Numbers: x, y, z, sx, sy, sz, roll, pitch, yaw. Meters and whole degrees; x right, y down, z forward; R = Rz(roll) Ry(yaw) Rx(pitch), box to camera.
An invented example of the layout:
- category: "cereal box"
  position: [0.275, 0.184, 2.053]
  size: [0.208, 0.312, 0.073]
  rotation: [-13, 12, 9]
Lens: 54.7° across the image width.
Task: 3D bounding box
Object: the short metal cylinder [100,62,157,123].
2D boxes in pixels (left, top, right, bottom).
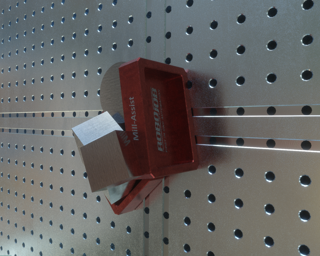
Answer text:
- category: "short metal cylinder"
  position: [-0.036, -0.046, 0.420]
  size: [0.080, 0.050, 0.079]
  rotation: [0, 90, 39]

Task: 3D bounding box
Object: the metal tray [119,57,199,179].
- category: "metal tray"
  position: [0.001, -0.010, 0.364]
  size: [0.030, 0.091, 0.129]
  rotation: [-12, 83, 39]

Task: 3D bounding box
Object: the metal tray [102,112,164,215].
- category: "metal tray"
  position: [-0.061, 0.047, 0.452]
  size: [0.090, 0.030, 0.130]
  rotation: [-50, 61, 28]

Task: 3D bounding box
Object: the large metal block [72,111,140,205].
- category: "large metal block"
  position: [-0.066, 0.039, 0.405]
  size: [0.080, 0.050, 0.080]
  rotation: [47, 153, 29]

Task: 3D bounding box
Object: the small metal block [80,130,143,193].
- category: "small metal block"
  position: [-0.052, 0.035, 0.327]
  size: [0.050, 0.025, 0.050]
  rotation: [-25, 74, 25]
